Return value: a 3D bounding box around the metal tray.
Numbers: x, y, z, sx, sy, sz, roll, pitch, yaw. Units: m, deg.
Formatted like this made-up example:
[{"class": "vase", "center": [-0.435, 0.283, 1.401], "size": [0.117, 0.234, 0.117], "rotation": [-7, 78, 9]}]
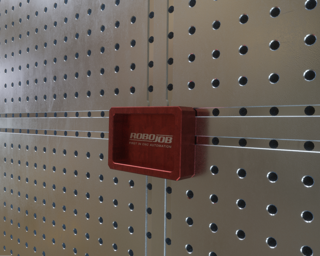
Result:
[{"class": "metal tray", "center": [-0.016, 0.016, 0.419], "size": [0.130, 0.030, 0.090], "rotation": [3, 92, 40]}]
